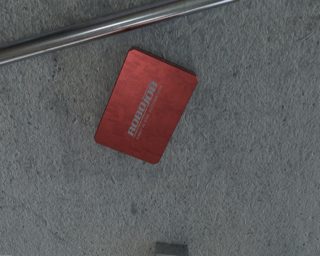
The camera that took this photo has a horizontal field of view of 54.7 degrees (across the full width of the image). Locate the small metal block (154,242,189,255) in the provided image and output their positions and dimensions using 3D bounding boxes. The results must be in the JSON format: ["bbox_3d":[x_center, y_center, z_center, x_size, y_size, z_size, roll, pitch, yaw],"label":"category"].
[{"bbox_3d":[0.016,0.211,0.488,0.050,0.025,0.050,7,110,-3],"label":"small metal block"}]

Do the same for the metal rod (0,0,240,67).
[{"bbox_3d":[-0.058,-0.121,0.364,0.301,0.025,0.025,-14,110,4],"label":"metal rod"}]

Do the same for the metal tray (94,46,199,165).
[{"bbox_3d":[-0.019,-0.027,0.397,0.090,0.030,0.129,22,108,-9],"label":"metal tray"}]
